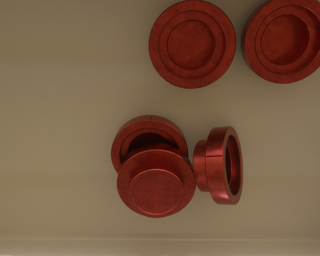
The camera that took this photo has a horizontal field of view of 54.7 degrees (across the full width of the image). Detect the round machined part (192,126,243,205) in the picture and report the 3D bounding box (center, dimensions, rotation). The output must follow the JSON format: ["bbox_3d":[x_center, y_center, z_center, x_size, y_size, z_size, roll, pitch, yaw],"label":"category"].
[{"bbox_3d":[0.074,0.048,0.396,0.042,0.098,0.097,-6,112,27],"label":"round machined part"}]

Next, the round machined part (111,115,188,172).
[{"bbox_3d":[-0.013,0.028,0.413,0.099,0.042,0.097,0,110,-1],"label":"round machined part"}]

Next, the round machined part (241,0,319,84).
[{"bbox_3d":[0.144,-0.104,0.366,0.099,0.042,0.097,0,110,-1],"label":"round machined part"}]

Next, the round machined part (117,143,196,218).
[{"bbox_3d":[-0.004,0.071,0.384,0.099,0.042,0.097,0,111,0],"label":"round machined part"}]

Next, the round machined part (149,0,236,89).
[{"bbox_3d":[0.036,-0.099,0.366,0.099,0.042,0.097,0,110,-1],"label":"round machined part"}]
